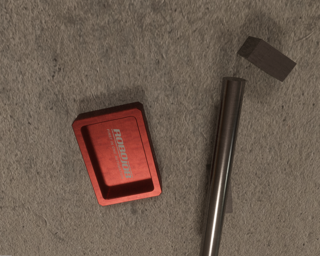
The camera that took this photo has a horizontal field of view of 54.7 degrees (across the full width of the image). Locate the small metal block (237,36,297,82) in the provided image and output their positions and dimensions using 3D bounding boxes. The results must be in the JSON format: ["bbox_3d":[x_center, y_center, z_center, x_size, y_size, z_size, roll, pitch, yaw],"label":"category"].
[{"bbox_3d":[0.125,-0.083,0.368,0.050,0.050,0.025,30,107,-11],"label":"small metal block"}]

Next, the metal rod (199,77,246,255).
[{"bbox_3d":[0.072,0.086,0.389,0.025,0.025,0.298,3,110,-2],"label":"metal rod"}]

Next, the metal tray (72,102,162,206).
[{"bbox_3d":[-0.054,0.037,0.419,0.090,0.030,0.129,-12,110,4],"label":"metal tray"}]

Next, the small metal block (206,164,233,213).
[{"bbox_3d":[0.081,0.083,0.428,0.025,0.050,0.050,-7,110,2],"label":"small metal block"}]
